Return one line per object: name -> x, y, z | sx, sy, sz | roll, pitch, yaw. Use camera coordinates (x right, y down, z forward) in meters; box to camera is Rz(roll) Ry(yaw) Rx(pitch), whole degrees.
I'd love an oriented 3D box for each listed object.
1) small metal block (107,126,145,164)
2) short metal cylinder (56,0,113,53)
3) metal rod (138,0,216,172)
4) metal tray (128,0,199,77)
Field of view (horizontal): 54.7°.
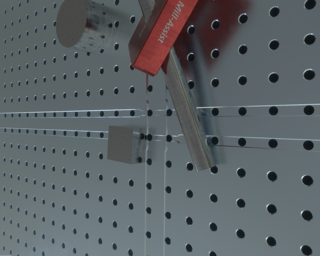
small metal block -> -0.050, 0.023, 0.451 | 0.050, 0.025, 0.050 | 6, 94, 40
short metal cylinder -> -0.121, -0.163, 0.493 | 0.080, 0.050, 0.080 | 0, 90, 40
metal rod -> 0.007, -0.094, 0.376 | 0.025, 0.025, 0.299 | -22, 85, 38
metal tray -> 0.006, -0.137, 0.372 | 0.129, 0.030, 0.090 | -58, 23, 24
